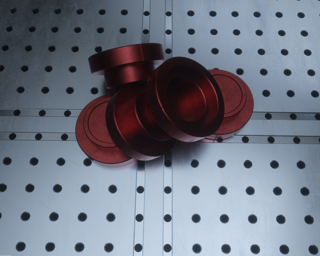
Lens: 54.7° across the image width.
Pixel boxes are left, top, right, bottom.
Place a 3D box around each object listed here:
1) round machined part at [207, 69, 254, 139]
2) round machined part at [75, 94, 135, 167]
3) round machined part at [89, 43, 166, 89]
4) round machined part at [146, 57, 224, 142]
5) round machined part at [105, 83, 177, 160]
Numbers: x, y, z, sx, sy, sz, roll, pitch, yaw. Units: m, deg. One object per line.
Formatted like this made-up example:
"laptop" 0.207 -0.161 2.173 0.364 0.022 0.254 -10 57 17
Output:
"round machined part" 0.077 -0.037 0.417 0.099 0.042 0.098 0 70 -1
"round machined part" -0.061 -0.001 0.402 0.099 0.042 0.098 0 70 -1
"round machined part" -0.040 -0.078 0.406 0.099 0.098 0.042 -12 96 -5
"round machined part" 0.025 -0.030 0.363 0.099 0.042 0.098 14 65 -31
"round machined part" -0.013 -0.012 0.382 0.099 0.042 0.098 17 61 -33
